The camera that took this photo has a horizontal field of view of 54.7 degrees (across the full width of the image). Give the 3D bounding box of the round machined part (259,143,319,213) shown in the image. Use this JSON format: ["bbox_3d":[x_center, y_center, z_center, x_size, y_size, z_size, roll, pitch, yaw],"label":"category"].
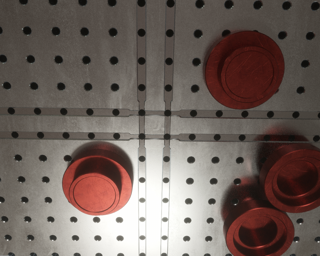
[{"bbox_3d":[0.187,0.065,0.431,0.099,0.042,0.097,0,110,-1],"label":"round machined part"}]

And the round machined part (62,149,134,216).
[{"bbox_3d":[-0.088,0.083,0.434,0.099,0.042,0.097,0,110,-1],"label":"round machined part"}]

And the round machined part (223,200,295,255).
[{"bbox_3d":[0.143,0.148,0.461,0.099,0.042,0.097,0,110,-1],"label":"round machined part"}]

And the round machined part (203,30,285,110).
[{"bbox_3d":[0.105,-0.069,0.381,0.099,0.042,0.097,0,110,-1],"label":"round machined part"}]
